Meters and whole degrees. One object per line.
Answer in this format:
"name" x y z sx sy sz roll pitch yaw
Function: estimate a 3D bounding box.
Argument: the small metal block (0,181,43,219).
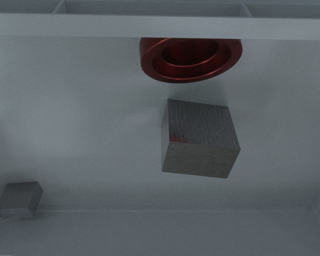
"small metal block" -0.219 0.113 0.486 0.050 0.050 0.025 -4 130 3

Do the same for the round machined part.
"round machined part" 0.028 -0.085 0.307 0.099 0.042 0.098 -6 163 -2

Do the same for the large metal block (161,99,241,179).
"large metal block" 0.045 0.012 0.384 0.081 0.080 0.050 7 130 -7
